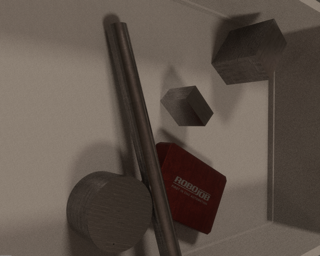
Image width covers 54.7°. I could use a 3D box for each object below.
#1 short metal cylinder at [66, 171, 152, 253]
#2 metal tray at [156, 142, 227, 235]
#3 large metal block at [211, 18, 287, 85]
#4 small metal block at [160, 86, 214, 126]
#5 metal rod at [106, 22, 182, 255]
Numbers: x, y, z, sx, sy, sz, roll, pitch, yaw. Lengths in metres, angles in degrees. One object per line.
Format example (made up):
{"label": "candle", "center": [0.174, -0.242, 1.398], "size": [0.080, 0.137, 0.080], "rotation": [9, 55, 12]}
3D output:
{"label": "short metal cylinder", "center": [-0.056, 0.091, 0.346], "size": [0.081, 0.050, 0.079], "rotation": [0, 90, -40]}
{"label": "metal tray", "center": [0.034, 0.086, 0.435], "size": [0.130, 0.030, 0.090], "rotation": [34, 69, -35]}
{"label": "large metal block", "center": [0.142, -0.118, 0.492], "size": [0.050, 0.080, 0.080], "rotation": [46, 62, -31]}
{"label": "small metal block", "center": [0.037, -0.029, 0.423], "size": [0.050, 0.050, 0.025], "rotation": [52, 60, -28]}
{"label": "metal rod", "center": [-0.017, 0.025, 0.365], "size": [0.025, 0.025, 0.298], "rotation": [-13, 90, -40]}
